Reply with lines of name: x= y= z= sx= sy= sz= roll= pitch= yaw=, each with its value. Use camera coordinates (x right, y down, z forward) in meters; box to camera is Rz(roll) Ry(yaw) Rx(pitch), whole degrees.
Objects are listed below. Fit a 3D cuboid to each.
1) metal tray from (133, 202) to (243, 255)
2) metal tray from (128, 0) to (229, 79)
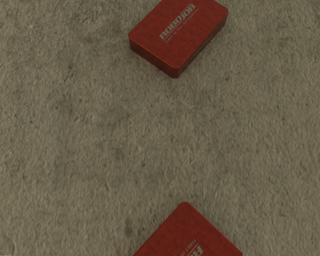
metal tray: x=0.017 y=0.160 z=0.347 sx=0.090 sy=0.030 sz=0.130 roll=42 pitch=75 yaw=13
metal tray: x=0.028 y=-0.147 z=0.460 sx=0.090 sy=0.030 sz=0.130 roll=37 pitch=74 yaw=12
